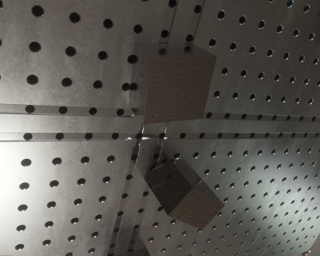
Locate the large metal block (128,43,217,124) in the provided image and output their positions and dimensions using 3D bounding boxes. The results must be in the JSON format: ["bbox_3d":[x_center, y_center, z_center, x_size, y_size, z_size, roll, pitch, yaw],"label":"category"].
[{"bbox_3d":[0.012,-0.054,0.370,0.081,0.050,0.079,-6,121,-26],"label":"large metal block"}]

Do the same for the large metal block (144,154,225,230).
[{"bbox_3d":[0.035,0.094,0.455,0.050,0.080,0.080,-50,129,7],"label":"large metal block"}]

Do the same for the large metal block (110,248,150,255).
[{"bbox_3d":[-0.048,0.254,0.508,0.081,0.080,0.050,-1,119,-28],"label":"large metal block"}]
